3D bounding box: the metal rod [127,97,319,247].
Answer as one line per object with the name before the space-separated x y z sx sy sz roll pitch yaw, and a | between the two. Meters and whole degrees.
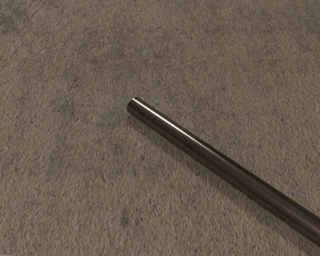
metal rod | 0.075 0.045 0.366 0.300 0.025 0.025 35 58 25
